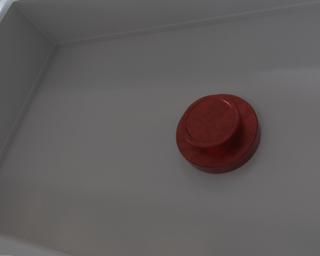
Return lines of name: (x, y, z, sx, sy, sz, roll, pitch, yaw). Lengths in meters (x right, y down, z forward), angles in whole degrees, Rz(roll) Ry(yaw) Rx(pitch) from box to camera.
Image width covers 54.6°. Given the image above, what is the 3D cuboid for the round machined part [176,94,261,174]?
round machined part: (0.064, 0.000, 0.362, 0.098, 0.042, 0.098, -13, 56, 21)
